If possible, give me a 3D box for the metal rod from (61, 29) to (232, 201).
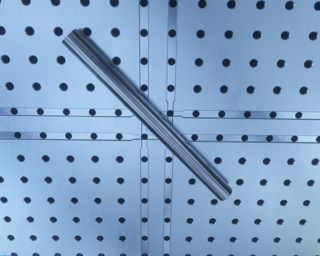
[{"bbox_3d":[-0.007,-0.008,0.411,0.025,0.025,0.300,-41,105,13],"label":"metal rod"}]
